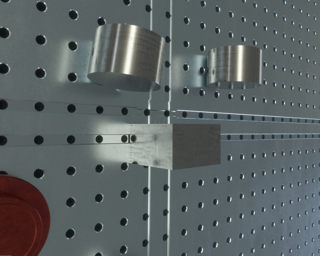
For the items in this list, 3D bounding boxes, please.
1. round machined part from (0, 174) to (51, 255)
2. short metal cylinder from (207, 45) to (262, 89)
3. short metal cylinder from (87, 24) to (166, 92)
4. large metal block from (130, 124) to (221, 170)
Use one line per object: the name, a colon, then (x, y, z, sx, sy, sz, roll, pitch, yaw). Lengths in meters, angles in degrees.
round machined part: (-0.146, 0.092, 0.276, 0.099, 0.042, 0.097, 0, 90, -40)
short metal cylinder: (0.111, -0.089, 0.466, 0.081, 0.080, 0.050, 2, 89, -40)
short metal cylinder: (-0.036, -0.074, 0.343, 0.081, 0.080, 0.050, 12, 83, -39)
large metal block: (0.019, 0.020, 0.389, 0.081, 0.080, 0.050, 0, 90, -40)
